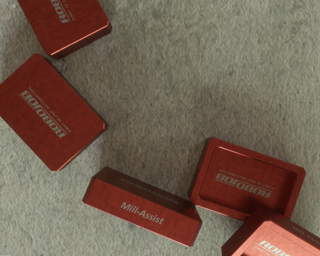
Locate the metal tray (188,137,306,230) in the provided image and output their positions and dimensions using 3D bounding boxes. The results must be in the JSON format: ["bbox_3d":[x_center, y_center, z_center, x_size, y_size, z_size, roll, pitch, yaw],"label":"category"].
[{"bbox_3d":[0.112,0.074,0.408,0.131,0.030,0.090,19,90,-1],"label":"metal tray"}]

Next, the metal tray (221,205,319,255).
[{"bbox_3d":[0.156,0.165,0.388,0.130,0.030,0.090,31,111,-6],"label":"metal tray"}]

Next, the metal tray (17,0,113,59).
[{"bbox_3d":[-0.133,-0.168,0.406,0.090,0.030,0.130,-28,90,-1],"label":"metal tray"}]

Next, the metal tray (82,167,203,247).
[{"bbox_3d":[-0.019,0.091,0.377,0.131,0.090,0.030,23,90,-1],"label":"metal tray"}]

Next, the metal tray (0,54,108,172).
[{"bbox_3d":[-0.145,-0.019,0.406,0.090,0.030,0.130,-43,91,0],"label":"metal tray"}]
